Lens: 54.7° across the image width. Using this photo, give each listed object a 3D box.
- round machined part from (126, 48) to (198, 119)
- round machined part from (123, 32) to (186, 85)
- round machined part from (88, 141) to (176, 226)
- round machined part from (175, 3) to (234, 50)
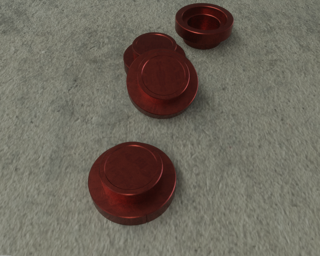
[{"bbox_3d":[0.003,-0.064,0.421,0.099,0.042,0.098,1,77,-3],"label":"round machined part"},{"bbox_3d":[-0.008,-0.115,0.488,0.099,0.042,0.098,0,50,0],"label":"round machined part"},{"bbox_3d":[-0.031,0.054,0.346,0.099,0.042,0.098,0,50,0],"label":"round machined part"},{"bbox_3d":[0.075,-0.173,0.539,0.099,0.042,0.098,0,50,0],"label":"round machined part"}]
